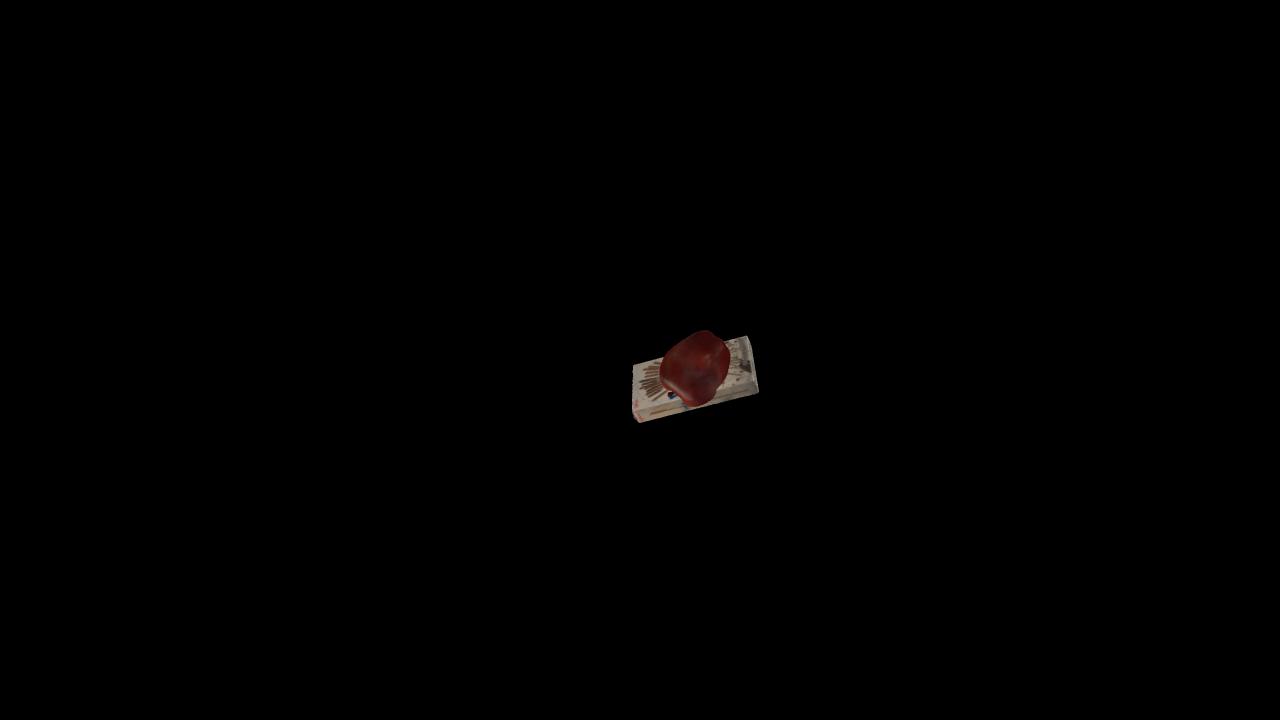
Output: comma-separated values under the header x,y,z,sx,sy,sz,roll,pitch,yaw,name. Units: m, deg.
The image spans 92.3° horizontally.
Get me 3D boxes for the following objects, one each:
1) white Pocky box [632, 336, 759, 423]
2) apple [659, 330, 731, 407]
x,y,z,sx,sy,sz,roll,pitch,yaw,name
0.065,0.023,0.759,0.154,0.084,0.028,-15,-48,15,white Pocky box
0.065,0.011,0.733,0.079,0.093,0.079,40,-12,10,apple
